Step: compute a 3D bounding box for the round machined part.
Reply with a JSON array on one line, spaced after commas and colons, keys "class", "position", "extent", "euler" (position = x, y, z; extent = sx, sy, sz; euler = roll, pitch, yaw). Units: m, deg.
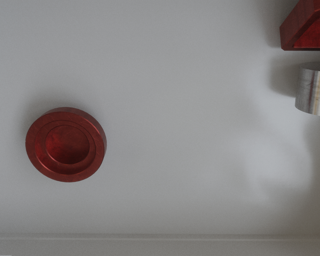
[{"class": "round machined part", "position": [-0.119, 0.019, 0.407], "extent": [0.099, 0.042, 0.097], "euler": [0, 110, -1]}]

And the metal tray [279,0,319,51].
[{"class": "metal tray", "position": [0.211, -0.117, 0.335], "extent": [0.131, 0.090, 0.030], "euler": [0, 79, -1]}]

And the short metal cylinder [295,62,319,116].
[{"class": "short metal cylinder", "position": [0.206, -0.048, 0.367], "extent": [0.081, 0.080, 0.050], "euler": [-2, 110, 0]}]
